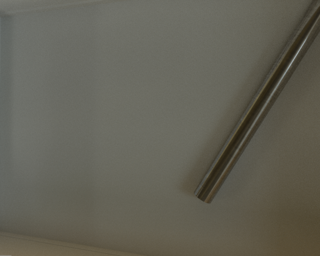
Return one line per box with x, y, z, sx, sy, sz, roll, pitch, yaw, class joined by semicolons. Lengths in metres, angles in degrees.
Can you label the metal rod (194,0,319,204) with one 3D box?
0.126;-0.040;0.365;0.025;0.025;0.299;33;100;17;metal rod
